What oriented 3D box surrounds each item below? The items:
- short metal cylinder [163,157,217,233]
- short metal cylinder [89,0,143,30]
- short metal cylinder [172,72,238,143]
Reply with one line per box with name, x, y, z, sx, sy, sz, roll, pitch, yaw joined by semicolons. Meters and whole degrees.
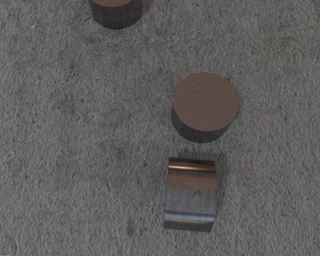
short metal cylinder;0.032;0.075;0.352;0.050;0.080;0.080;5;70;2
short metal cylinder;-0.067;-0.197;0.466;0.081;0.050;0.080;0;70;0
short metal cylinder;0.056;-0.025;0.404;0.081;0.050;0.080;0;70;0
